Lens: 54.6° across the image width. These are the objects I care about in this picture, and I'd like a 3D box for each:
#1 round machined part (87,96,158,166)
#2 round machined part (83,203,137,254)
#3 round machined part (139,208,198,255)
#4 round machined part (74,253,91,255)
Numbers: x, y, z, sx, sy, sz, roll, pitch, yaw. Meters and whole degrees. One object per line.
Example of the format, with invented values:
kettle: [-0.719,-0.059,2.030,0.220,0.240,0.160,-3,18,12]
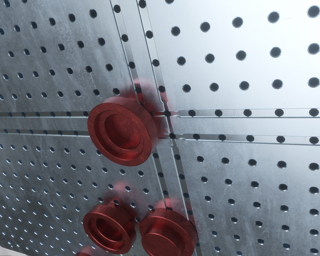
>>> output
round machined part: [-0.047,0.001,0.426,0.098,0.042,0.097,13,124,21]
round machined part: [-0.085,0.174,0.554,0.098,0.042,0.097,13,124,21]
round machined part: [0.009,0.183,0.510,0.098,0.042,0.097,13,124,21]
round machined part: [-0.166,0.331,0.693,0.098,0.042,0.097,13,124,21]
